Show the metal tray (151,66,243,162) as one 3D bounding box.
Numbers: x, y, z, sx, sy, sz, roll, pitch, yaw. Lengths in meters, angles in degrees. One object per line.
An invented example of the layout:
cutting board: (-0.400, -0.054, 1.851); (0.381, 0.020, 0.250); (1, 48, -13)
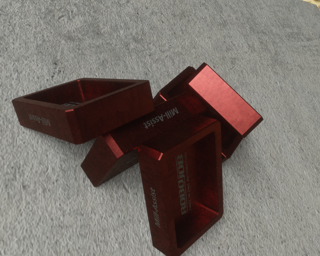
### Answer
metal tray: (0.062, -0.020, 0.450); (0.130, 0.030, 0.090); (44, 51, 2)

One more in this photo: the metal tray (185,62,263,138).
metal tray: (0.076, -0.034, 0.397); (0.090, 0.030, 0.130); (44, 6, 1)

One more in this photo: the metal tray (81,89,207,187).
metal tray: (-0.017, 0.010, 0.349); (0.131, 0.090, 0.030); (-28, 78, -38)

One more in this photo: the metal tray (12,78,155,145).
metal tray: (-0.081, -0.024, 0.317); (0.091, 0.130, 0.030); (-27, 116, -38)

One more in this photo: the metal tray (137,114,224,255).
metal tray: (0.027, 0.061, 0.328); (0.091, 0.030, 0.129); (-28, 122, -37)
